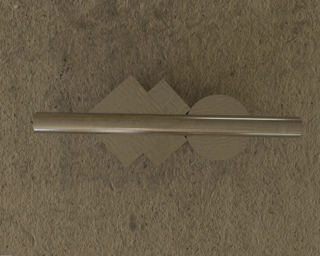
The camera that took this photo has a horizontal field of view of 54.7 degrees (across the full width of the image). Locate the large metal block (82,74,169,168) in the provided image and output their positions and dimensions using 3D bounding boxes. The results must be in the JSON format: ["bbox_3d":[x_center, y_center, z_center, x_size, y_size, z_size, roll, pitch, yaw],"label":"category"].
[{"bbox_3d":[-0.038,-0.008,0.397,0.080,0.050,0.080,-42,90,0],"label":"large metal block"}]

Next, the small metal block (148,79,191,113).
[{"bbox_3d":[0.011,-0.033,0.399,0.025,0.050,0.050,-43,91,0],"label":"small metal block"}]

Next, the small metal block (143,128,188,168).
[{"bbox_3d":[0.006,0.022,0.400,0.050,0.050,0.025,-42,91,0],"label":"small metal block"}]

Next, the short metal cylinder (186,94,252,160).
[{"bbox_3d":[0.070,-0.001,0.398,0.081,0.050,0.080,0,90,0],"label":"short metal cylinder"}]

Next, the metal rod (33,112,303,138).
[{"bbox_3d":[0.009,-0.004,0.359,0.302,0.025,0.025,1,90,-1],"label":"metal rod"}]
